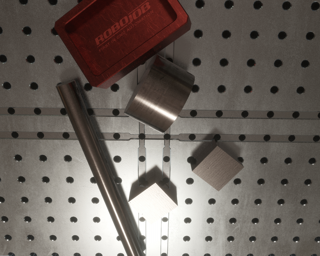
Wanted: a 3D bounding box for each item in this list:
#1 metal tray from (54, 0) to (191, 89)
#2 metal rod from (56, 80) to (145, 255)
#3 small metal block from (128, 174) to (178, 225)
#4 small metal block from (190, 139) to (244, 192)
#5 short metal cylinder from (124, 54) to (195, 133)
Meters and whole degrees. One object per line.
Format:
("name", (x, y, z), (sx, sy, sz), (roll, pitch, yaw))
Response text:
("metal tray", (-0.042, -0.116, 0.351), (0.130, 0.030, 0.090), (-33, 86, 11))
("metal rod", (-0.077, 0.077, 0.440), (0.025, 0.025, 0.298), (-16, 110, 5))
("small metal block", (-0.010, 0.104, 0.452), (0.050, 0.025, 0.050), (-38, 106, 12))
("small metal block", (0.079, 0.052, 0.434), (0.050, 0.025, 0.050), (38, 105, -13))
("short metal cylinder", (-0.002, -0.040, 0.369), (0.050, 0.080, 0.080), (29, 107, -11))
